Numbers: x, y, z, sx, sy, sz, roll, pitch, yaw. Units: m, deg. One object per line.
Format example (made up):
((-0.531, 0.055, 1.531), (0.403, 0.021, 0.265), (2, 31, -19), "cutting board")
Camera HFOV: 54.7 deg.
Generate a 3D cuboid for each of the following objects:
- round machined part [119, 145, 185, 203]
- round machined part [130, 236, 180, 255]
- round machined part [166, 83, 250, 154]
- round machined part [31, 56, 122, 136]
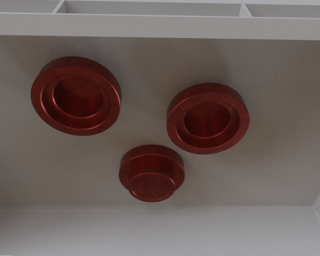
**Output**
((-0.012, 0.074, 0.461), (0.099, 0.042, 0.097), (-1, 130, 0), "round machined part")
((-0.010, 0.250, 0.614), (0.099, 0.042, 0.097), (-1, 130, 0), "round machined part")
((0.057, -0.016, 0.386), (0.099, 0.042, 0.097), (-1, 130, 0), "round machined part")
((-0.094, -0.040, 0.362), (0.099, 0.042, 0.097), (-1, 130, 0), "round machined part")
